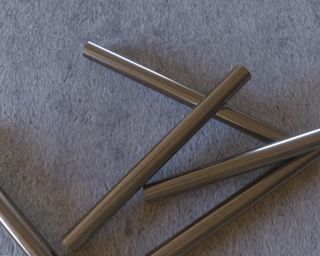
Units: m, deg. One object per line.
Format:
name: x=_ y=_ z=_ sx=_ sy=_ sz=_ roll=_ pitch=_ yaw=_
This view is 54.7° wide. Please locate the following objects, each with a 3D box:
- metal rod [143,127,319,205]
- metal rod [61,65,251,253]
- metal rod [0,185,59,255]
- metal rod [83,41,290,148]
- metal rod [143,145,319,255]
metal rod: x=0.126 y=0.035 z=0.379 sx=0.302 sy=0.025 sz=0.025 roll=-18 pitch=71 yaw=0
metal rod: x=0.002 y=0.031 z=0.380 sx=0.300 sy=0.025 sz=0.025 roll=-44 pitch=76 yaw=-8
metal rod: x=-0.182 y=0.100 z=0.369 sx=0.300 sy=0.025 sz=0.025 roll=43 pitch=75 yaw=13
metal rod: x=0.029 y=-0.048 z=0.425 sx=0.301 sy=0.025 sz=0.025 roll=26 pitch=72 yaw=9
metal rod: x=0.080 y=0.100 z=0.372 sx=0.301 sy=0.025 sz=0.025 roll=-31 pitch=73 yaw=-11
